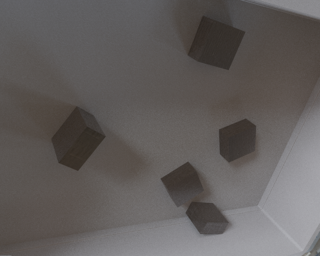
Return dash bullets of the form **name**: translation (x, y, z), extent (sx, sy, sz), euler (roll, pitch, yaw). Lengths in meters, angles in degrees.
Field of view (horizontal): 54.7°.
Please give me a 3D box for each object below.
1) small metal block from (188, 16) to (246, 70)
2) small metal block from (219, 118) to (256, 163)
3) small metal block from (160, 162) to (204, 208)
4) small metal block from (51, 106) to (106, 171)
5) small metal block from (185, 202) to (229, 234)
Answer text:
- **small metal block**: translation (0.069, -0.104, 0.382), extent (0.050, 0.025, 0.050), euler (7, 115, -32)
- **small metal block**: translation (0.122, 0.020, 0.487), extent (0.050, 0.025, 0.050), euler (-21, 127, -16)
- **small metal block**: translation (0.035, 0.088, 0.483), extent (0.050, 0.025, 0.050), euler (-31, 129, -8)
- **small metal block**: translation (-0.093, 0.011, 0.348), extent (0.025, 0.050, 0.050), euler (34, 99, -39)
- **small metal block**: translation (0.081, 0.154, 0.532), extent (0.050, 0.050, 0.025), euler (13, 112, -34)
